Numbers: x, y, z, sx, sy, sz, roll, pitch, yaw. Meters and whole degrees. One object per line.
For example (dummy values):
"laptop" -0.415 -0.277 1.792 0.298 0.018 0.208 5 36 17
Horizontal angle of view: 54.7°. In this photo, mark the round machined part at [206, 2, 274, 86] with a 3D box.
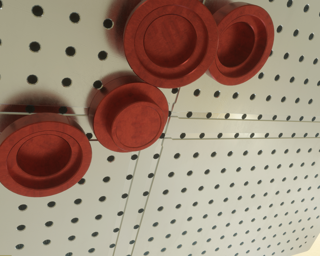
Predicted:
"round machined part" 0.089 -0.106 0.385 0.099 0.042 0.097 -14 125 -21

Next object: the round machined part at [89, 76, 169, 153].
"round machined part" -0.033 -0.010 0.377 0.099 0.042 0.097 -14 125 -21

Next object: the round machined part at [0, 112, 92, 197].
"round machined part" -0.130 0.026 0.346 0.099 0.042 0.097 -14 125 -21

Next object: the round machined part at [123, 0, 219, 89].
"round machined part" 0.010 -0.096 0.335 0.099 0.042 0.097 -3 119 -6
